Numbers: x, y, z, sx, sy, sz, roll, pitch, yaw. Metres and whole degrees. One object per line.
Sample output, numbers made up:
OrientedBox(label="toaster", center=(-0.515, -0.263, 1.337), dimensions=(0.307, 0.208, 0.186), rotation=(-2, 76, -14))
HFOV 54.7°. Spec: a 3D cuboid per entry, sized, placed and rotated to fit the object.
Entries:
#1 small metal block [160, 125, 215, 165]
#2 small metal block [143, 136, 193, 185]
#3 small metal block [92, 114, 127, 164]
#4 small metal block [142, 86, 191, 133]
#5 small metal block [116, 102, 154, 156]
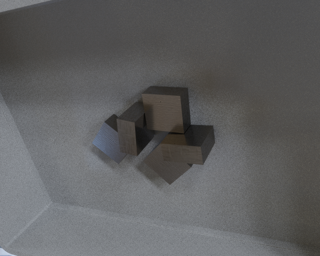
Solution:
OrientedBox(label="small metal block", center=(0.035, 0.019, 0.381), dimensions=(0.050, 0.050, 0.025), rotation=(3, 120, 26))
OrientedBox(label="small metal block", center=(0.014, 0.042, 0.424), dimensions=(0.050, 0.025, 0.050), rotation=(42, 129, -1))
OrientedBox(label="small metal block", center=(-0.063, 0.016, 0.448), dimensions=(0.050, 0.025, 0.050), rotation=(39, 129, 1))
OrientedBox(label="small metal block", center=(0.009, -0.023, 0.386), dimensions=(0.050, 0.025, 0.050), rotation=(6, 121, 24))
OrientedBox(label="small metal block", center=(-0.031, 0.000, 0.405), dimensions=(0.025, 0.050, 0.050), rotation=(12, 123, 21))
